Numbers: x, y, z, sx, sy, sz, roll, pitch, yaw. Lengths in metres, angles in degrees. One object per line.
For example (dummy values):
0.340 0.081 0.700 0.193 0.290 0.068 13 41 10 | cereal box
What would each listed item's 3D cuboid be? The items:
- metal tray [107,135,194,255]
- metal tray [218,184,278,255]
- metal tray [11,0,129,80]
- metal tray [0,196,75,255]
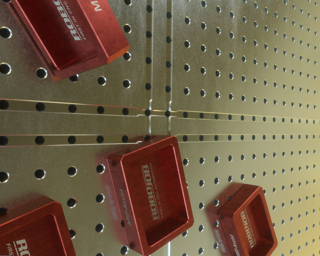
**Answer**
-0.008 0.083 0.398 0.091 0.030 0.129 -20 103 -38 | metal tray
0.155 0.174 0.534 0.091 0.030 0.129 -32 110 -35 | metal tray
-0.094 -0.115 0.284 0.030 0.090 0.130 -45 118 -39 | metal tray
-0.127 0.144 0.298 0.091 0.030 0.129 -21 103 -38 | metal tray
